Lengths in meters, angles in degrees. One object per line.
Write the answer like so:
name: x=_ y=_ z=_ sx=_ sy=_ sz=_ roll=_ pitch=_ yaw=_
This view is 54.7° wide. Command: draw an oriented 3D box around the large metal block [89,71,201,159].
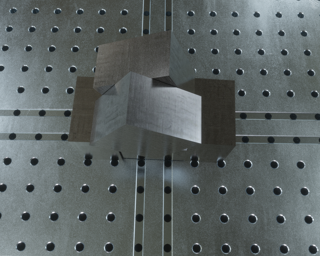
large metal block: x=-0.015 y=-0.007 z=0.314 sx=0.081 sy=0.080 sz=0.050 roll=15 pitch=66 yaw=-30

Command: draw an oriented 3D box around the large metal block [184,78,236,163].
large metal block: x=0.059 y=-0.006 z=0.385 sx=0.050 sy=0.080 sz=0.080 roll=4 pitch=70 yaw=1

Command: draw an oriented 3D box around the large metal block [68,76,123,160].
large metal block: x=-0.073 y=-0.009 z=0.385 sx=0.050 sy=0.080 sz=0.080 roll=2 pitch=70 yaw=0

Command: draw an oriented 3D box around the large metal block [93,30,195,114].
large metal block: x=-0.013 y=-0.053 z=0.334 sx=0.080 sy=0.080 sz=0.050 roll=-6 pitch=68 yaw=22

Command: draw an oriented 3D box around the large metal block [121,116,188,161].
large metal block: x=-0.006 y=-0.005 z=0.398 sx=0.081 sy=0.050 sz=0.080 roll=3 pitch=70 yaw=0
